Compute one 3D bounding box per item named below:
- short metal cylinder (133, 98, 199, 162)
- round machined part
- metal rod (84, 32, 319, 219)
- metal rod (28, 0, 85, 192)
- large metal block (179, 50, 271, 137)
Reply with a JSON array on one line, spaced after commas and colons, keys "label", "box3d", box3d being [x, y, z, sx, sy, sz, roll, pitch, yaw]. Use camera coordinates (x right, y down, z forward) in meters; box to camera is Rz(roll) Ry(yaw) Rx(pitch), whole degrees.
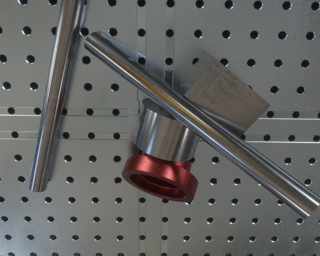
[{"label": "short metal cylinder", "box3d": [0.011, 0.000, 0.384, 0.081, 0.080, 0.050, 14, 110, -6]}, {"label": "round machined part", "box3d": [0.003, 0.058, 0.408, 0.098, 0.098, 0.042, 25, 64, -10]}, {"label": "metal rod", "box3d": [0.030, -0.015, 0.331, 0.300, 0.025, 0.025, 39, 107, 17]}, {"label": "metal rod", "box3d": [-0.131, -0.050, 0.393, 0.025, 0.025, 0.298, 16, 109, -6]}, {"label": "large metal block", "box3d": [0.072, -0.043, 0.369, 0.080, 0.080, 0.050, 37, 105, -13]}]
